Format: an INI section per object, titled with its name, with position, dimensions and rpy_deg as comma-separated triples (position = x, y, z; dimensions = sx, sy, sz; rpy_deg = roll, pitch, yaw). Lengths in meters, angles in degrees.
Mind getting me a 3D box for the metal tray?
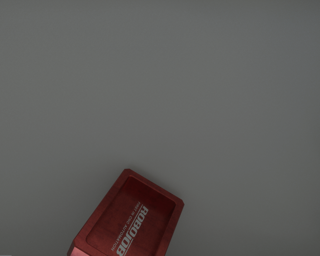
[metal tray]
position = -0.032, 0.114, 0.360
dimensions = 0.090, 0.130, 0.030
rpy_deg = 30, 125, 3
